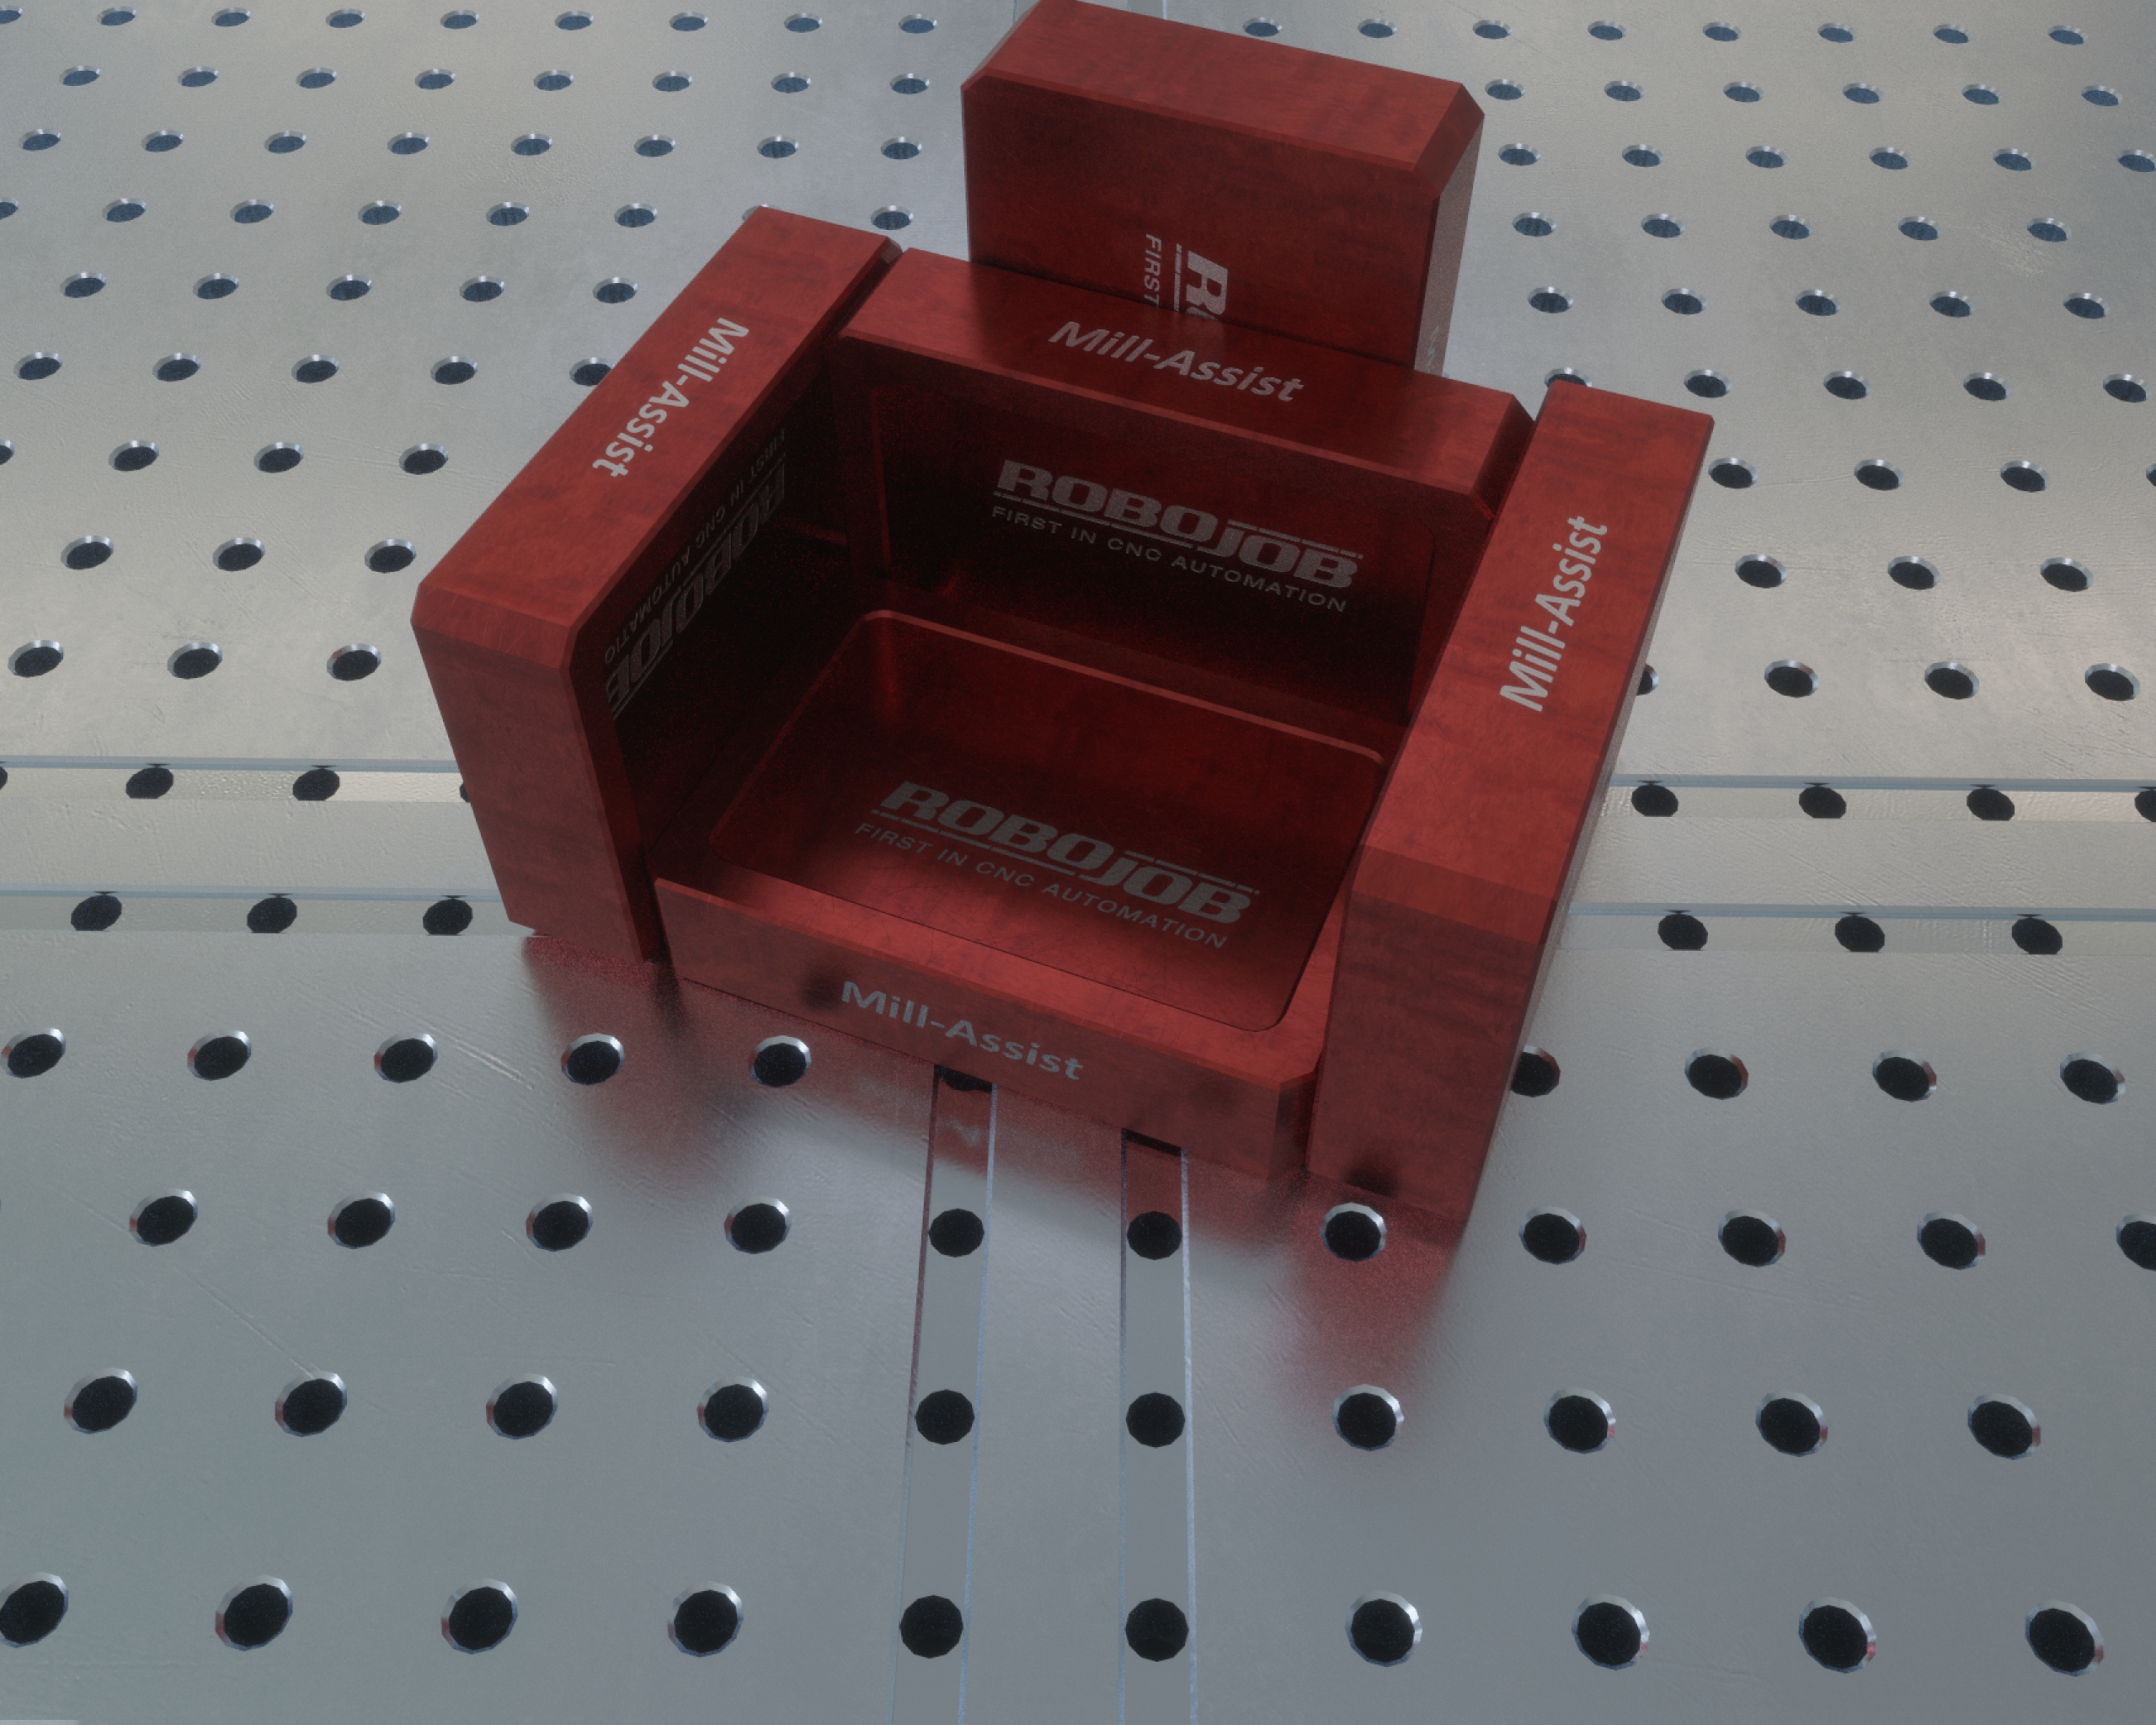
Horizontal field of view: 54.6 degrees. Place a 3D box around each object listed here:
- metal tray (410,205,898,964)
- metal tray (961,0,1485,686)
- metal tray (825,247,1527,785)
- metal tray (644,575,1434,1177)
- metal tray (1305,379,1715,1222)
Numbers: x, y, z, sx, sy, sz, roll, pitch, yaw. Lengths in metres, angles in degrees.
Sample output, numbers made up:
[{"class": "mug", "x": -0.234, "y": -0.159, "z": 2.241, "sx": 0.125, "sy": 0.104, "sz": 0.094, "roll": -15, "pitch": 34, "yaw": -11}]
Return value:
[{"class": "metal tray", "x": -0.073, "y": -0.056, "z": 0.412, "sx": 0.030, "sy": 0.090, "sz": 0.130, "roll": 17, "pitch": 52, "yaw": 14}, {"class": "metal tray", "x": 0.026, "y": -0.100, "z": 0.423, "sx": 0.090, "sy": 0.129, "sz": 0.030, "roll": 18, "pitch": 53, "yaw": 14}, {"class": "metal tray", "x": 0.018, "y": -0.064, "z": 0.419, "sx": 0.130, "sy": 0.090, "sz": 0.030, "roll": 17, "pitch": 53, "yaw": 13}, {"class": "metal tray", "x": -0.005, "y": -0.002, "z": 0.405, "sx": 0.130, "sy": 0.030, "sz": 0.090, "roll": 17, "pitch": 52, "yaw": 14}, {"class": "metal tray", "x": 0.078, "y": -0.013, "z": 0.376, "sx": 0.030, "sy": 0.090, "sz": 0.130, "roll": 17, "pitch": 52, "yaw": 14}]
